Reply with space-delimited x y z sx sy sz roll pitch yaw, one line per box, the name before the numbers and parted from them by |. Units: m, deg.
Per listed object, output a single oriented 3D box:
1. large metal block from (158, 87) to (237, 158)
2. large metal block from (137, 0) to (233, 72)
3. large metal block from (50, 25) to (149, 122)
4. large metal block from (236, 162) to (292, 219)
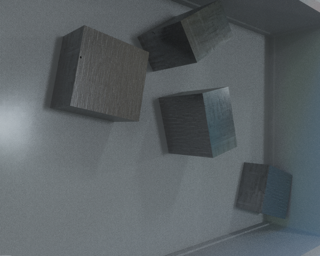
large metal block | 0.050 -0.009 0.415 0.050 0.080 0.079 -18 102 -39
large metal block | 0.033 -0.118 0.400 0.080 0.080 0.050 -39 115 -33
large metal block | -0.064 -0.053 0.338 0.081 0.050 0.080 13 82 -40
large metal block | 0.186 0.111 0.550 0.080 0.050 0.080 23 75 -38
